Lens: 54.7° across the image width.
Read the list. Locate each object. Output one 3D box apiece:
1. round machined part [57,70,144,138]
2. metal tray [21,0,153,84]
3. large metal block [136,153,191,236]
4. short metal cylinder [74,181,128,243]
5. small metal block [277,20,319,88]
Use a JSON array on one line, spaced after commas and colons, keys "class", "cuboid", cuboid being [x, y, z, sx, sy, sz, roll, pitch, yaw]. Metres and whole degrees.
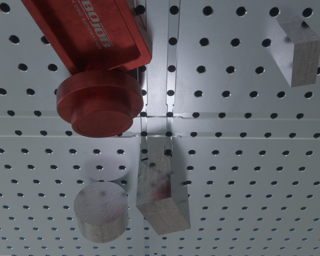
[{"class": "round machined part", "cuboid": [-0.067, -0.021, 0.357, 0.099, 0.042, 0.098, -8, 155, -4]}, {"class": "metal tray", "cuboid": [-0.073, -0.112, 0.311, 0.090, 0.030, 0.130, -17, 128, 14]}, {"class": "large metal block", "cuboid": [0.006, 0.099, 0.459, 0.050, 0.080, 0.080, -17, 128, 14]}, {"class": "short metal cylinder", "cuboid": [-0.090, 0.131, 0.486, 0.081, 0.080, 0.050, 1, 130, -1]}, {"class": "small metal block", "cuboid": [0.146, -0.079, 0.329, 0.025, 0.050, 0.050, -9, 130, 7]}]
